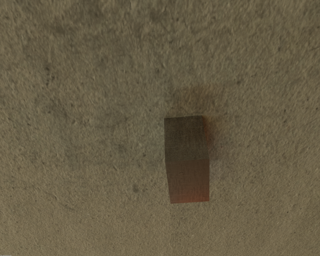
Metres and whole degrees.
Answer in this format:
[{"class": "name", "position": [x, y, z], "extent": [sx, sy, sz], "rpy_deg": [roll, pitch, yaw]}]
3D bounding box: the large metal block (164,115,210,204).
[{"class": "large metal block", "position": [0.035, 0.041, 0.407], "extent": [0.050, 0.080, 0.080], "rpy_deg": [-5, 130, 3]}]
